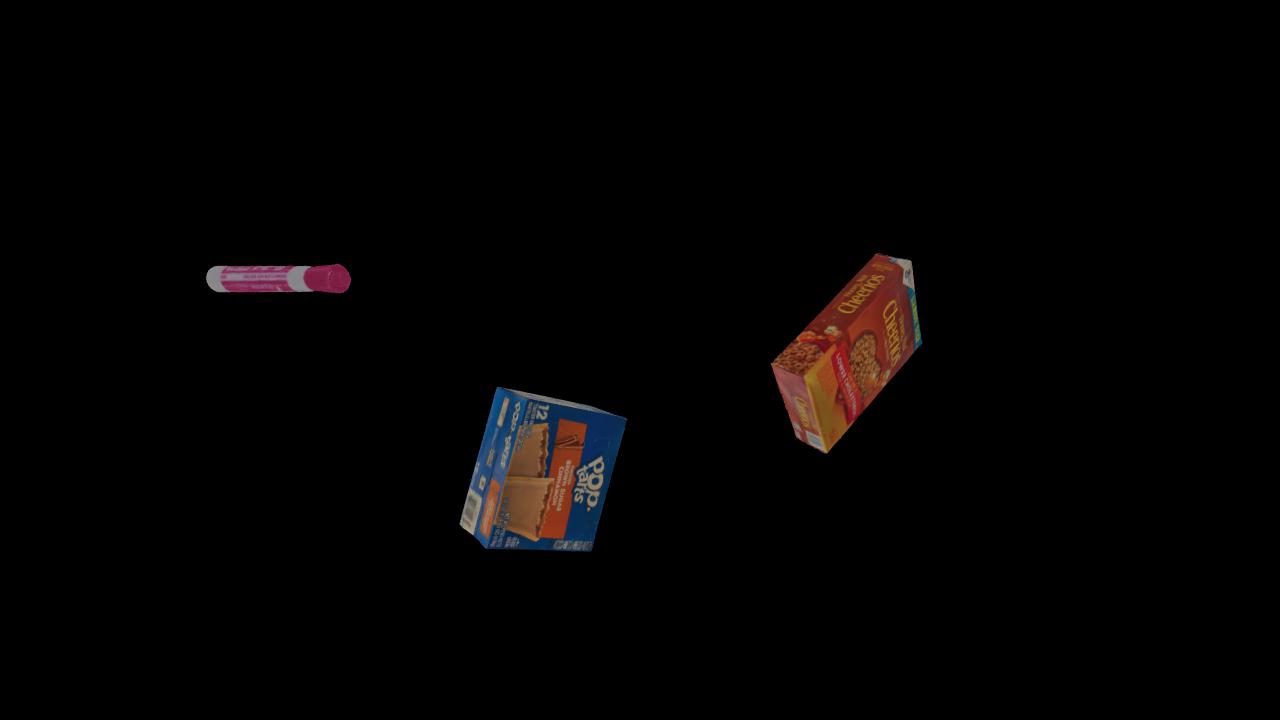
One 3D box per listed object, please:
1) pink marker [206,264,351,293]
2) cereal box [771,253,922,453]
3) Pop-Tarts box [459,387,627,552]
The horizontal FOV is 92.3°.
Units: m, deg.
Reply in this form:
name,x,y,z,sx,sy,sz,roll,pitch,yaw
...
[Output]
name,x,y,z,sx,sy,sz,roll,pitch,yaw
pink marker,-0.244,-0.055,0.416,0.121,0.020,0.020,3,1,22
cereal box,0.371,-0.014,1.071,0.306,0.203,0.081,-42,41,-18
Pop-Tarts box,-0.111,0.129,0.718,0.141,0.167,0.083,16,-1,-38
